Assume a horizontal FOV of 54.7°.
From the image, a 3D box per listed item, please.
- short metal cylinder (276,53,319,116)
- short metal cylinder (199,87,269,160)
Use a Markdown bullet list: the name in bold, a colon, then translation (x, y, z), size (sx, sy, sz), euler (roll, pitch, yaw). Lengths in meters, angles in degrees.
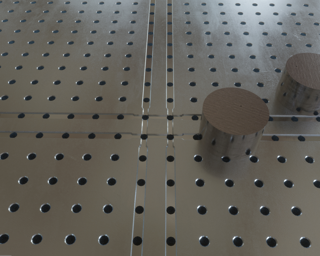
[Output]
- **short metal cylinder**: translation (0.215, -0.064, 0.446), size (0.081, 0.050, 0.080), euler (0, 50, 0)
- **short metal cylinder**: translation (0.093, -0.006, 0.397), size (0.081, 0.050, 0.080), euler (0, 50, 0)
